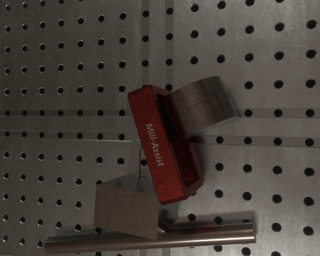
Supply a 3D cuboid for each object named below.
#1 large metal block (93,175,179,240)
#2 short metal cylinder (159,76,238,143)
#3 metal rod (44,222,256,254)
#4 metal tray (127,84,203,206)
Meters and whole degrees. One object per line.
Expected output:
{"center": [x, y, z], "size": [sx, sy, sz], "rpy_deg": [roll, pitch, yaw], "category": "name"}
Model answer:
{"center": [-0.026, 0.095, 0.392], "size": [0.080, 0.080, 0.050], "rpy_deg": [5, 92, 19], "category": "large metal block"}
{"center": [0.045, -0.020, 0.367], "size": [0.080, 0.080, 0.050], "rpy_deg": [-25, 82, 18], "category": "short metal cylinder"}
{"center": [-0.026, 0.152, 0.420], "size": [0.301, 0.025, 0.025], "rpy_deg": [-11, 87, 19], "category": "metal rod"}
{"center": [0.010, 0.018, 0.373], "size": [0.030, 0.090, 0.129], "rpy_deg": [-19, 84, 19], "category": "metal tray"}
